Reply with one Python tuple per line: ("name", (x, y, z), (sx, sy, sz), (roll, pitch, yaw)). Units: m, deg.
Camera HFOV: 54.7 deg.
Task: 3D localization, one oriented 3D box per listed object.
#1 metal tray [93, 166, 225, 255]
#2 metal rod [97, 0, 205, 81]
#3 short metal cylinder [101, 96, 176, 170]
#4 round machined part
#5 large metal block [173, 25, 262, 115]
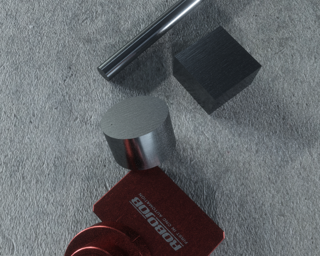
("metal tray", (-0.002, 0.111, 0.365), (0.090, 0.030, 0.130), (-43, 76, -14))
("metal rod", (0.026, -0.176, 0.472), (0.025, 0.025, 0.301), (43, 75, 13))
("short metal cylinder", (-0.025, 0.005, 0.374), (0.080, 0.050, 0.080), (-9, 39, 7))
("round machined part", (-0.060, 0.152, 0.324), (0.098, 0.042, 0.097), (-1, 88, 16))
("large metal block", (0.075, -0.079, 0.425), (0.080, 0.050, 0.080), (-36, 74, -12))
